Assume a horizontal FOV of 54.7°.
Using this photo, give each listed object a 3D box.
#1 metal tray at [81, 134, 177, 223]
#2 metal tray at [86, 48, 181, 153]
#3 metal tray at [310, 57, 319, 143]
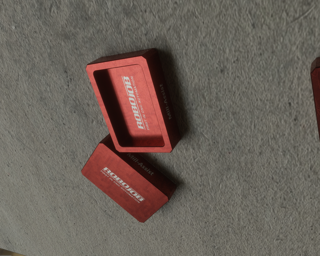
[{"bbox_3d":[-0.051,0.079,0.479,0.130,0.030,0.089,40,129,1],"label":"metal tray"},{"bbox_3d":[-0.032,-0.030,0.401,0.090,0.030,0.129,-2,118,29],"label":"metal tray"},{"bbox_3d":[0.211,-0.027,0.275,0.130,0.030,0.090,-6,116,30],"label":"metal tray"}]
